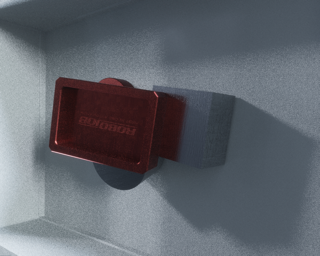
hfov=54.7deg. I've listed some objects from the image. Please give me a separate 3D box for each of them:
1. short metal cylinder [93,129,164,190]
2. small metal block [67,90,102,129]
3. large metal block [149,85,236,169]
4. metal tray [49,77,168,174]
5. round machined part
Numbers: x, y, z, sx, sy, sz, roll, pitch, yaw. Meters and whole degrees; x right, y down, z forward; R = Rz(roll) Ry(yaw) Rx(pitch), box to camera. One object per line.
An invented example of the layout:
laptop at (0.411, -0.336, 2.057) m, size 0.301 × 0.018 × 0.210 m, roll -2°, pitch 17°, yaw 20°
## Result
short metal cylinder at (-0.041, 0.034, 0.405) m, size 0.080 × 0.050 × 0.079 m, roll 7°, pitch 106°, yaw 26°
small metal block at (-0.108, -0.025, 0.420) m, size 0.025 × 0.050 × 0.050 m, roll 16°, pitch 100°, yaw 38°
large metal block at (0.033, -0.004, 0.358) m, size 0.080 × 0.050 × 0.079 m, roll 13°, pitch 98°, yaw 39°
metal tray at (-0.063, -0.006, 0.359) m, size 0.130 × 0.030 × 0.089 m, roll 11°, pitch 97°, yaw 19°
round machined part at (-0.078, -0.026, 0.455) m, size 0.098 × 0.042 × 0.097 m, roll 0°, pitch 90°, yaw 39°
